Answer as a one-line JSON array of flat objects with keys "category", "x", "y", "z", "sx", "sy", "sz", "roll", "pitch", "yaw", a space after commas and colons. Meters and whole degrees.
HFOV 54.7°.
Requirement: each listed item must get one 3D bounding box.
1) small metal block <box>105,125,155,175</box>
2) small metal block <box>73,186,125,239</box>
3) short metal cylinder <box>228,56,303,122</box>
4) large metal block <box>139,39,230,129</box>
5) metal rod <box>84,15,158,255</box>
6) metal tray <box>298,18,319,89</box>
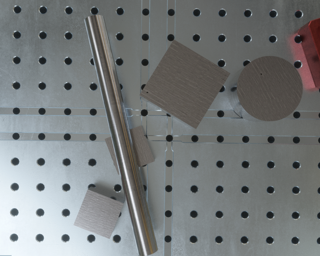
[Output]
[{"category": "small metal block", "x": -0.039, "y": 0.029, "z": 0.413, "sx": 0.050, "sy": 0.025, "sz": 0.050, "roll": -21, "pitch": 90, "yaw": 0}, {"category": "small metal block", "x": -0.079, "y": 0.111, "z": 0.413, "sx": 0.050, "sy": 0.025, "sz": 0.050, "roll": 22, "pitch": 90, "yaw": 0}, {"category": "short metal cylinder", "x": 0.134, "y": -0.048, "z": 0.402, "sx": 0.081, "sy": 0.050, "sz": 0.080, "roll": 0, "pitch": 90, "yaw": 0}, {"category": "large metal block", "x": 0.030, "y": -0.053, "z": 0.401, "sx": 0.080, "sy": 0.050, "sz": 0.080, "roll": 31, "pitch": 90, "yaw": 0}, {"category": "metal rod", "x": -0.049, "y": 0.008, "z": 0.387, "sx": 0.025, "sy": 0.025, "sz": 0.298, "roll": -13, "pitch": 89, "yaw": 0}, {"category": "metal tray", "x": 0.265, "y": -0.114, "z": 0.412, "sx": 0.131, "sy": 0.030, "sz": 0.090, "roll": -18, "pitch": 90, "yaw": 0}]
